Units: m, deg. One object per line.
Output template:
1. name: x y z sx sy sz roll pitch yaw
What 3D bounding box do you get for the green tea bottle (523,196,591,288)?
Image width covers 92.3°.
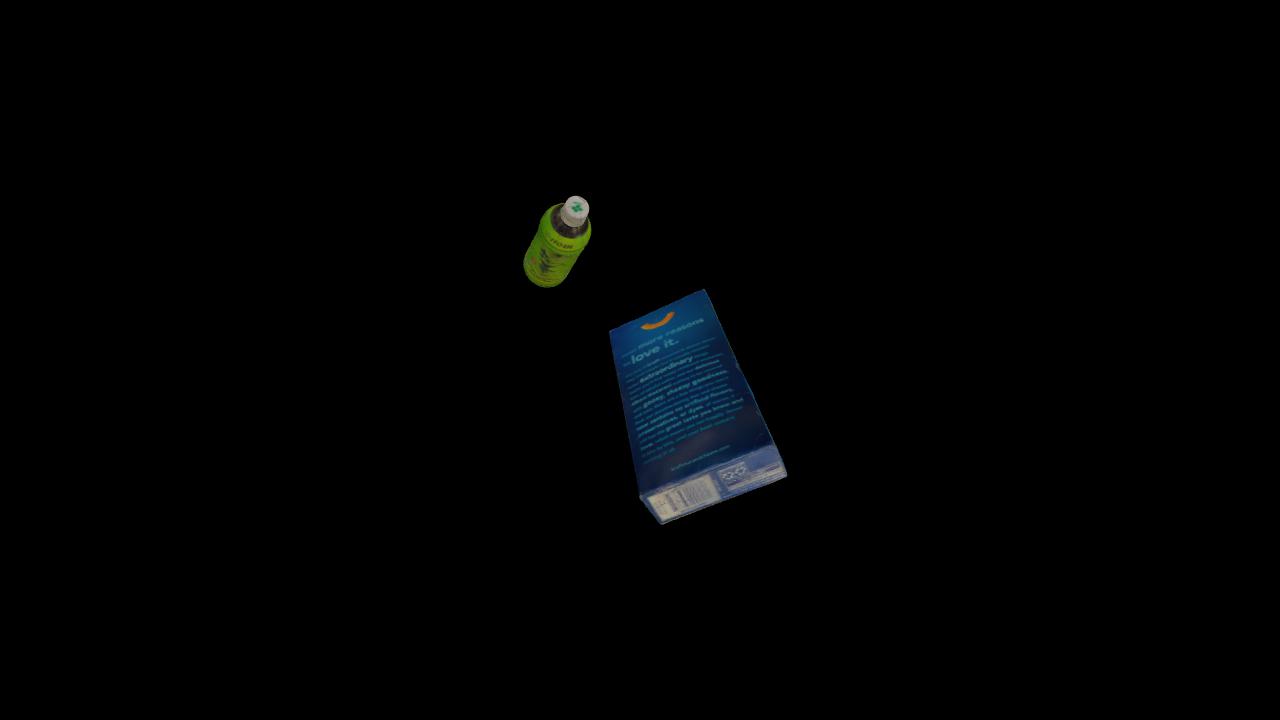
1. green tea bottle: -0.110 -0.164 0.845 0.073 0.073 0.212 0 -14 -21

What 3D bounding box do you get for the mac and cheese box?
1. mac and cheese box: 0.033 0.025 0.458 0.093 0.041 0.184 -25 37 9
